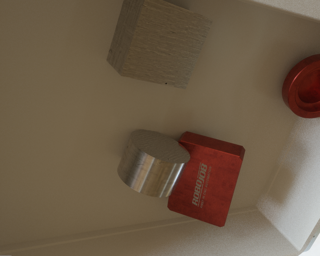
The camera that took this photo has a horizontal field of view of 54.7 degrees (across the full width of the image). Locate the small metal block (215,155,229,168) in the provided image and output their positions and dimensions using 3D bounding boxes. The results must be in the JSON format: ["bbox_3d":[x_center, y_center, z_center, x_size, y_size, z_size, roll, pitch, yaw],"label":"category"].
[{"bbox_3d":[0.079,0.053,0.471,0.025,0.050,0.050,13,112,-34],"label":"small metal block"}]

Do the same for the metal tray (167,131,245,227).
[{"bbox_3d":[0.064,0.077,0.454,0.030,0.090,0.129,-51,152,-57],"label":"metal tray"}]

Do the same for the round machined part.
[{"bbox_3d":[0.234,-0.067,0.476,0.099,0.042,0.097,-4,121,-6],"label":"round machined part"}]

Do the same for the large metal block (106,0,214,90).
[{"bbox_3d":[-0.002,-0.094,0.334,0.081,0.050,0.079,7,115,-32],"label":"large metal block"}]

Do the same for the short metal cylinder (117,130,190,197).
[{"bbox_3d":[-0.008,0.043,0.397,0.081,0.080,0.050,9,114,-33],"label":"short metal cylinder"}]
